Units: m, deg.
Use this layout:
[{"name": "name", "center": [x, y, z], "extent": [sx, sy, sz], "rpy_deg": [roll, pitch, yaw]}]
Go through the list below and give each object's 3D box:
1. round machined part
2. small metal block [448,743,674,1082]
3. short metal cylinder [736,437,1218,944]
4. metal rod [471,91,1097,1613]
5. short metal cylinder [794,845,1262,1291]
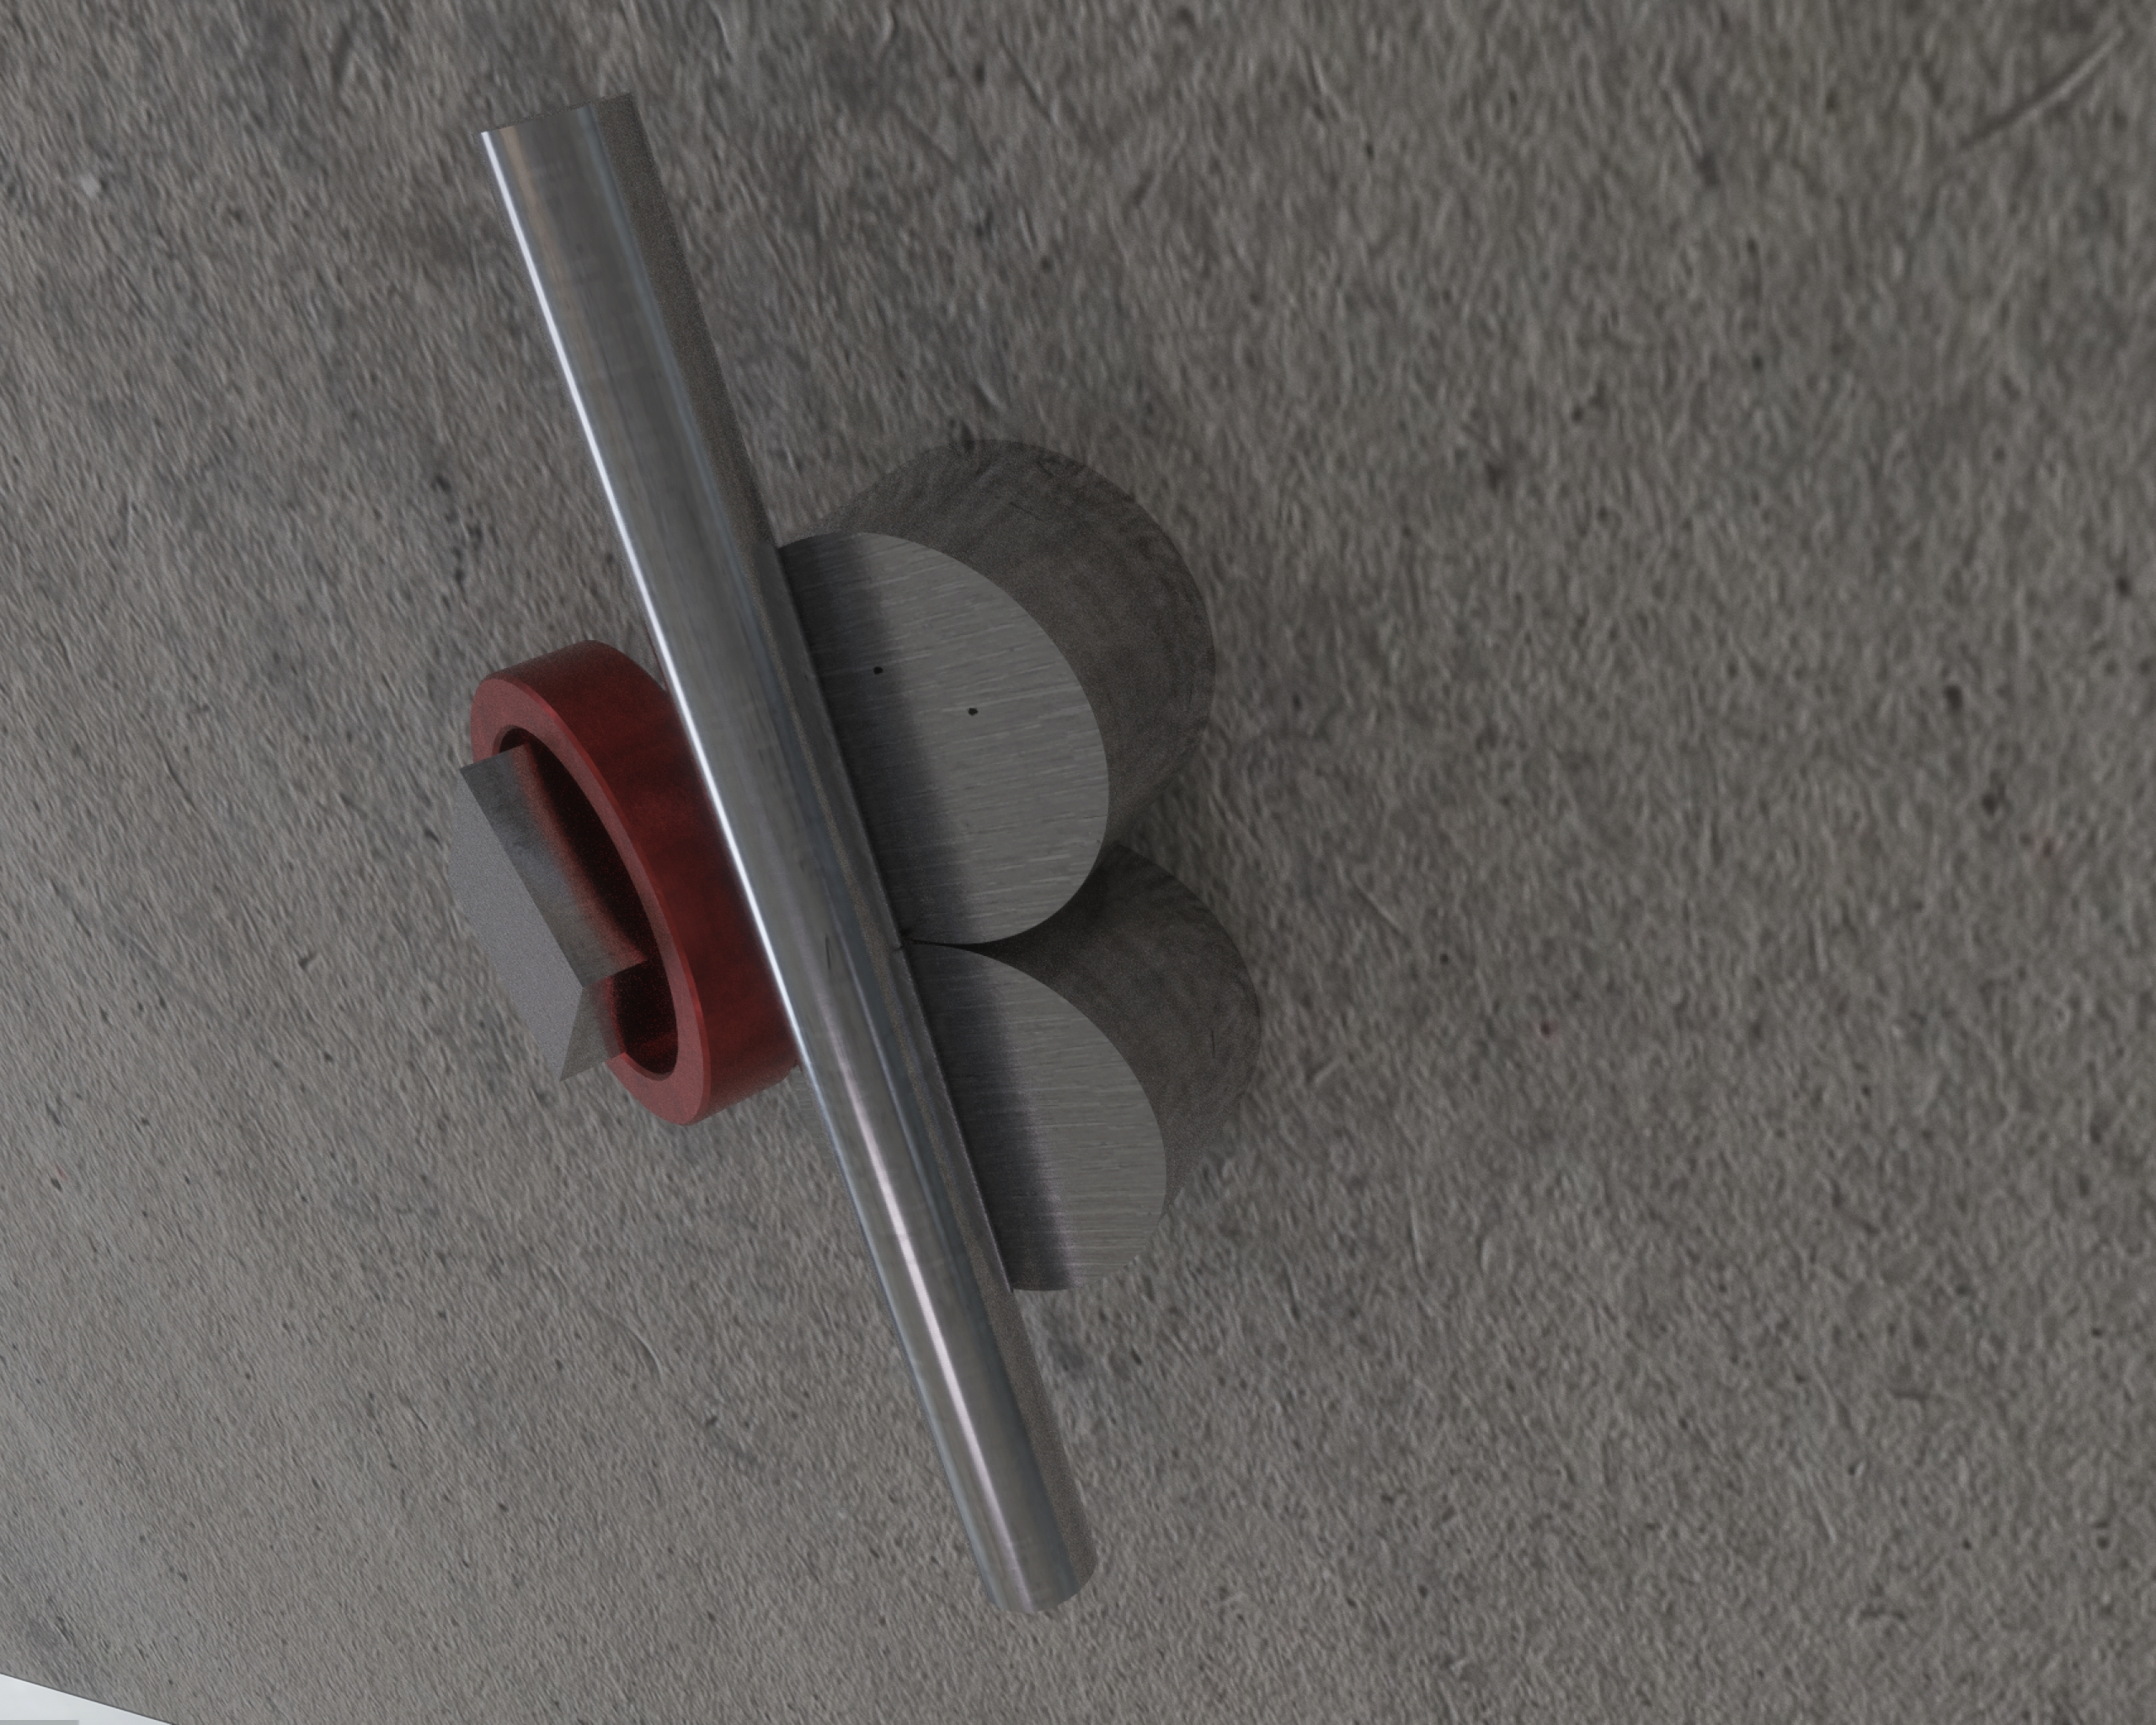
[{"name": "round machined part", "center": [-0.081, 0.001, 0.424], "extent": [0.098, 0.042, 0.097], "rpy_deg": [40, 143, 39]}, {"name": "small metal block", "center": [-0.101, 0.009, 0.415], "extent": [0.050, 0.025, 0.050], "rpy_deg": [57, 151, 14]}, {"name": "short metal cylinder", "center": [-0.021, -0.032, 0.384], "extent": [0.080, 0.050, 0.079], "rpy_deg": [13, 124, 21]}, {"name": "metal rod", "center": [-0.044, 0.017, 0.378], "extent": [0.025, 0.025, 0.298], "rpy_deg": [-1, 118, 29]}, {"name": "short metal cylinder", "center": [-0.010, 0.039, 0.421], "extent": [0.080, 0.050, 0.079], "rpy_deg": [13, 123, 21]}]
